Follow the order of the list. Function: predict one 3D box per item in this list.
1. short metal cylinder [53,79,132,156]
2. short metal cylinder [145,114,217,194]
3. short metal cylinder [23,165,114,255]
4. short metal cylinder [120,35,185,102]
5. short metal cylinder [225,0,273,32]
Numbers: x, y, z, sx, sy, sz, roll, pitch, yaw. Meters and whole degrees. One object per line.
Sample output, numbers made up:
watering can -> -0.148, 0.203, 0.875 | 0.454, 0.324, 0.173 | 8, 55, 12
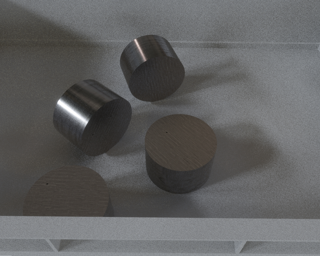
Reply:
short metal cylinder -> -0.081, -0.012, 0.379 | 0.050, 0.080, 0.080 | 34, 58, 24
short metal cylinder -> 0.023, 0.030, 0.364 | 0.081, 0.050, 0.080 | 0, 50, 0
short metal cylinder -> -0.090, 0.085, 0.316 | 0.081, 0.050, 0.080 | 0, 50, 0
short metal cylinder -> -0.011, -0.084, 0.439 | 0.081, 0.080, 0.050 | -14, 52, -12
short metal cylinder -> 0.165, -0.224, 0.582 | 0.081, 0.050, 0.080 | 0, 50, 0
